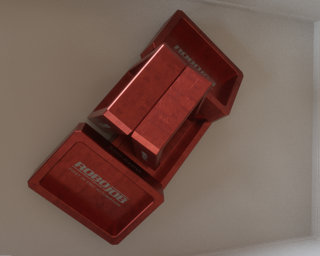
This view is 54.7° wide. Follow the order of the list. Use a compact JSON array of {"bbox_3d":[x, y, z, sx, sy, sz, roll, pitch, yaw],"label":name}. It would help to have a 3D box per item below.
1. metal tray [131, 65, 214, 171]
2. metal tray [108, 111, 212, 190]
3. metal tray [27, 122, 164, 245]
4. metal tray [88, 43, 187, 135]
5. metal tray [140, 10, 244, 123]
[{"bbox_3d":[0.011,-0.003,0.345,0.030,0.130,0.090,37,77,7],"label":"metal tray"},{"bbox_3d":[0.001,0.006,0.407,0.090,0.030,0.130,41,77,-16],"label":"metal tray"},{"bbox_3d":[-0.071,0.067,0.362,0.130,0.030,0.090,42,101,-16],"label":"metal tray"},{"bbox_3d":[-0.032,-0.037,0.341,0.030,0.130,0.090,42,77,-15],"label":"metal tray"},{"bbox_3d":[0.047,-0.081,0.406,0.130,0.030,0.090,41,52,-16],"label":"metal tray"}]
